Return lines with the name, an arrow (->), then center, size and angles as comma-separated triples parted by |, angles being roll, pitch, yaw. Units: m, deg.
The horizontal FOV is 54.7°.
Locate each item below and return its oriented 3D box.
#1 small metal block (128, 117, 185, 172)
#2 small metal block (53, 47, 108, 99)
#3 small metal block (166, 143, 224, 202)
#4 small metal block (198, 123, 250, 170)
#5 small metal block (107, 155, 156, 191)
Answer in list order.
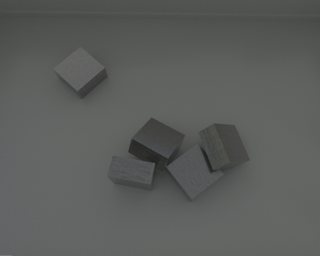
small metal block -> -0.004, 0.020, 0.390 | 0.050, 0.025, 0.050 | 28, 43, 12
small metal block -> -0.111, -0.078, 0.437 | 0.050, 0.025, 0.050 | 41, 75, 13
small metal block -> 0.043, 0.056, 0.389 | 0.050, 0.025, 0.050 | -36, 74, -12
small metal block -> 0.081, 0.023, 0.387 | 0.050, 0.025, 0.050 | 3, 61, -48
small metal block -> -0.032, 0.056, 0.376 | 0.050, 0.050, 0.025 | 10, 71, 4
